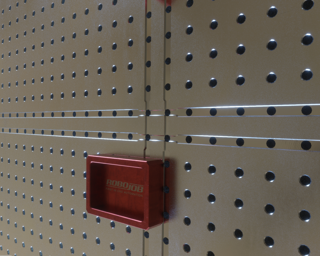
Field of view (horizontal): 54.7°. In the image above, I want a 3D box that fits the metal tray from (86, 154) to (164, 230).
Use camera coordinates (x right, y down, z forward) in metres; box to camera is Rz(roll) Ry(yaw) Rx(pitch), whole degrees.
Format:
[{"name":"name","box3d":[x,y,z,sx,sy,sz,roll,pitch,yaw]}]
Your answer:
[{"name":"metal tray","box3d":[-0.054,0.087,0.448,0.130,0.030,0.089,1,90,39]}]
